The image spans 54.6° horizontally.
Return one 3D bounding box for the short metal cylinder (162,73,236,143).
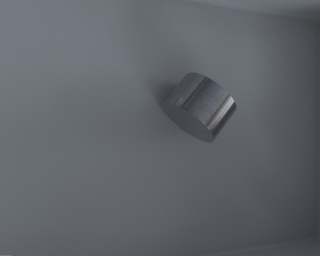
[{"bbox_3d":[0.050,-0.025,0.399,0.080,0.080,0.050,41,77,-16],"label":"short metal cylinder"}]
